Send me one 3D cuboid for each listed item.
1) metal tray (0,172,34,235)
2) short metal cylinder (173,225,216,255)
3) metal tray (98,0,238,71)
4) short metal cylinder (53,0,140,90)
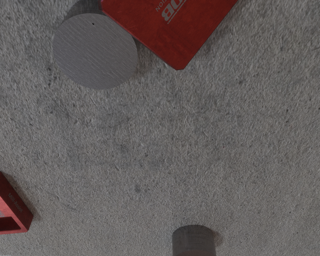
[{"bbox_3d":[-0.280,0.127,0.509,0.090,0.030,0.129,-7,130,5],"label":"metal tray"},{"bbox_3d":[0.064,0.227,0.585,0.081,0.050,0.079,0,130,0],"label":"short metal cylinder"},{"bbox_3d":[0.021,-0.127,0.264,0.090,0.030,0.130,35,99,-26],"label":"metal tray"},{"bbox_3d":[-0.062,-0.086,0.316,0.081,0.050,0.079,0,130,0],"label":"short metal cylinder"}]
